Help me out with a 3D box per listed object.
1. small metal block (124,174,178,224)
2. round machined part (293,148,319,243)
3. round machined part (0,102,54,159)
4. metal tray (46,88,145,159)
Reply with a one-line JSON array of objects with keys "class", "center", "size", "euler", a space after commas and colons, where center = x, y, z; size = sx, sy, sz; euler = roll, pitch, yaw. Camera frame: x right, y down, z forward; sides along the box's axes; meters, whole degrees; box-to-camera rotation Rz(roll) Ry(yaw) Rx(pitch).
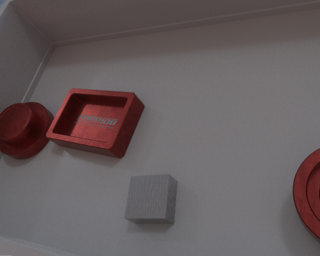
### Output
[{"class": "small metal block", "center": [-0.009, 0.083, 0.359], "size": [0.050, 0.025, 0.050], "euler": [-7, 58, 24]}, {"class": "round machined part", "center": [0.169, 0.063, 0.267], "size": [0.098, 0.042, 0.098], "euler": [-13, 56, 20]}, {"class": "round machined part", "center": [-0.227, -0.002, 0.505], "size": [0.098, 0.042, 0.098], "euler": [-8, 60, 15]}, {"class": "metal tray", "center": [-0.097, -0.011, 0.457], "size": [0.130, 0.030, 0.090], "euler": [8, 65, 31]}]
